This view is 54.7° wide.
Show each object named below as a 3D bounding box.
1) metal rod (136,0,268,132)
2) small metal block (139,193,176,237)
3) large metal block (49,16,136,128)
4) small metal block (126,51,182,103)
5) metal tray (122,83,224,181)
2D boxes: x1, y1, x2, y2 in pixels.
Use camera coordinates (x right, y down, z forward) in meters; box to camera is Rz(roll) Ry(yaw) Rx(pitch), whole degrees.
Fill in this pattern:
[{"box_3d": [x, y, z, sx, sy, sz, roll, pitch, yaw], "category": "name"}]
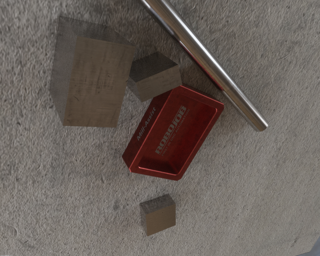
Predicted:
[{"box_3d": [0.068, -0.075, 0.398, 0.025, 0.025, 0.301, -48, 129, 5], "category": "metal rod"}, {"box_3d": [-0.003, 0.138, 0.493, 0.050, 0.025, 0.050, -15, 125, -20], "category": "small metal block"}, {"box_3d": [-0.070, -0.055, 0.300, 0.050, 0.080, 0.079, 2, 117, -30], "category": "large metal block"}, {"box_3d": [-0.011, -0.059, 0.350, 0.050, 0.050, 0.025, -25, 128, -13], "category": "small metal block"}, {"box_3d": [0.018, 0.006, 0.418, 0.091, 0.030, 0.129, 18, 109, -36], "category": "metal tray"}]
